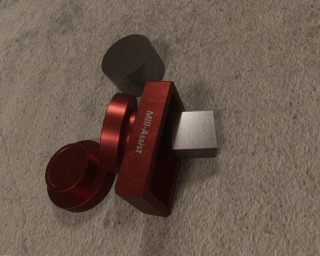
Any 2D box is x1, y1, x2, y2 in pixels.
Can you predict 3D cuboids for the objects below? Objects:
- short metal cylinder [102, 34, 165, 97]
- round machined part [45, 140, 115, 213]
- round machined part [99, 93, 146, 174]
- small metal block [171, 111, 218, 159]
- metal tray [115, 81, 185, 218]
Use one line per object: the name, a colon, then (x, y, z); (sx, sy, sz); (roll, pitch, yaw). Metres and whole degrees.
short metal cylinder: (-0.039, -0.093, 0.464); (0.080, 0.050, 0.080); (-13, 56, 20)
round machined part: (-0.112, 0.059, 0.414); (0.098, 0.042, 0.098); (-13, 56, 20)
round machined part: (-0.038, 0.008, 0.377); (0.042, 0.098, 0.098); (10, 64, 5)
small metal block: (0.039, 0.008, 0.367); (0.050, 0.025, 0.050); (-3, 58, 3)
metal tray: (-0.002, 0.024, 0.345); (0.030, 0.090, 0.130); (4, 63, 21)
